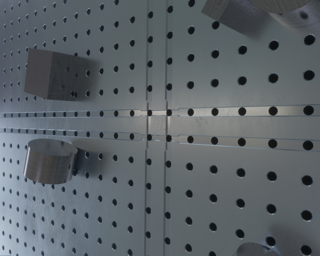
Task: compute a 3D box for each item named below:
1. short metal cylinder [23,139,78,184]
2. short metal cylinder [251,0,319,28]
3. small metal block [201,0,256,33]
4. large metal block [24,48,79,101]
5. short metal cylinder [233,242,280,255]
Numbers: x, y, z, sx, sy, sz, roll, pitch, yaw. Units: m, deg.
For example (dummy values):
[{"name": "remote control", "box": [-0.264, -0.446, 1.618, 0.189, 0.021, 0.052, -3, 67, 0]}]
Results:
[{"name": "short metal cylinder", "box": [-0.185, 0.055, 0.526, 0.080, 0.081, 0.050, 24, 105, 37]}, {"name": "short metal cylinder", "box": [0.127, -0.140, 0.288, 0.080, 0.050, 0.079, 0, 90, 40]}, {"name": "small metal block", "box": [0.078, -0.135, 0.329, 0.025, 0.050, 0.050, 43, 116, 31]}, {"name": "large metal block", "box": [-0.195, -0.096, 0.554, 0.080, 0.050, 0.079, 17, 101, 38]}, {"name": "short metal cylinder", "box": [0.095, 0.158, 0.295, 0.080, 0.081, 0.050, 42, 115, 32]}]
